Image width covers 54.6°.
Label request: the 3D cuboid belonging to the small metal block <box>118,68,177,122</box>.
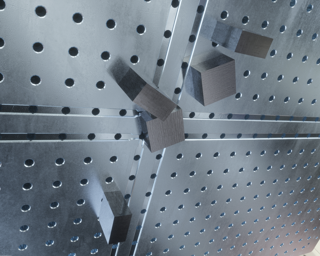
[{"bbox_3d":[-0.015,-0.039,0.362,0.050,0.050,0.025,32,101,-38],"label":"small metal block"}]

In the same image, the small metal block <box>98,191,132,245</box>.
[{"bbox_3d":[-0.064,0.125,0.437,0.025,0.050,0.050,0,118,-29],"label":"small metal block"}]

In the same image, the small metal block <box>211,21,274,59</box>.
[{"bbox_3d":[0.100,-0.109,0.382,0.050,0.050,0.025,3,117,-30],"label":"small metal block"}]

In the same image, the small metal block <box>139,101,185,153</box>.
[{"bbox_3d":[0.003,-0.001,0.412,0.050,0.025,0.050,-20,126,-17],"label":"small metal block"}]

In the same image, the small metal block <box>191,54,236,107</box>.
[{"bbox_3d":[0.072,-0.063,0.410,0.050,0.025,0.050,-23,127,-15],"label":"small metal block"}]
